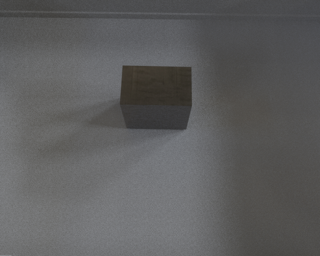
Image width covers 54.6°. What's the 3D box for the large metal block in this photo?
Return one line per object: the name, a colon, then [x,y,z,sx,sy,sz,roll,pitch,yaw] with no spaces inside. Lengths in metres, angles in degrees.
large metal block: [-0.004,-0.035,0.391,0.080,0.080,0.050,1,70,0]
